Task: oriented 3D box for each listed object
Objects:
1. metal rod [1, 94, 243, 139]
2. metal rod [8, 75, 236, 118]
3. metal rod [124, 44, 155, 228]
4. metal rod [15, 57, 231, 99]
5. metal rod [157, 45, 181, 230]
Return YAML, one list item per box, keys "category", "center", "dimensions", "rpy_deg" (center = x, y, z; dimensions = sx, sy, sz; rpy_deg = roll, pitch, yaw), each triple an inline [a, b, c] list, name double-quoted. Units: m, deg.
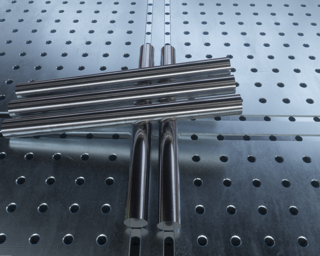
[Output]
- category: "metal rod"
  center: [-0.051, -0.014, 0.391]
  dimensions: [0.302, 0.025, 0.025]
  rpy_deg: [-6, 50, 5]
- category: "metal rod"
  center: [-0.053, -0.041, 0.415]
  dimensions: [0.302, 0.025, 0.025]
  rpy_deg: [-6, 50, 5]
- category: "metal rod"
  center: [-0.023, -0.015, 0.420]
  dimensions: [0.025, 0.025, 0.300]
  rpy_deg: [1, 50, 0]
- category: "metal rod"
  center: [-0.054, -0.069, 0.438]
  dimensions: [0.302, 0.025, 0.025]
  rpy_deg: [-6, 50, 4]
- category: "metal rod"
  center: [0.011, -0.013, 0.419]
  dimensions: [0.025, 0.025, 0.300]
  rpy_deg: [1, 50, 0]
